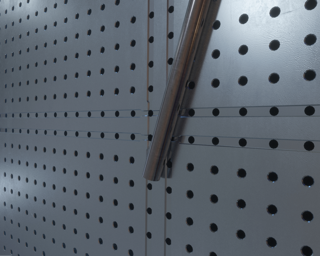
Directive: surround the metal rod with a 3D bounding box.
[{"bbox_3d":[0.026,-0.074,0.388,0.025,0.025,0.298,25,106,37],"label":"metal rod"}]
